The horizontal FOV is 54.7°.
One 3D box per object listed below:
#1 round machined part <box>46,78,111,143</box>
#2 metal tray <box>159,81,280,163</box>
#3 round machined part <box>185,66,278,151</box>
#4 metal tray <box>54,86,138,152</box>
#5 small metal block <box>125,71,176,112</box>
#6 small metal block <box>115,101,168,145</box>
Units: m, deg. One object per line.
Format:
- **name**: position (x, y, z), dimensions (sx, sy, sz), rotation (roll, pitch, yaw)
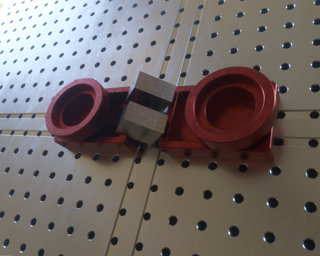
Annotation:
- **round machined part**: position (-0.114, -0.022, 0.455), dimensions (0.098, 0.042, 0.098), rotation (-13, 56, 21)
- **metal tray**: position (0.071, -0.009, 0.374), dimensions (0.130, 0.030, 0.090), rotation (1, 62, 28)
- **round machined part**: position (0.081, -0.018, 0.350), dimensions (0.098, 0.042, 0.098), rotation (-13, 56, 21)
- **metal tray**: position (-0.087, -0.013, 0.461), dimensions (0.130, 0.030, 0.090), rotation (0, 63, 28)
- **small metal block**: position (-0.013, -0.044, 0.408), dimensions (0.050, 0.050, 0.025), rotation (136, 151, -62)
- **small metal block**: position (-0.024, -0.005, 0.389), dimensions (0.050, 0.050, 0.025), rotation (136, 151, -62)
